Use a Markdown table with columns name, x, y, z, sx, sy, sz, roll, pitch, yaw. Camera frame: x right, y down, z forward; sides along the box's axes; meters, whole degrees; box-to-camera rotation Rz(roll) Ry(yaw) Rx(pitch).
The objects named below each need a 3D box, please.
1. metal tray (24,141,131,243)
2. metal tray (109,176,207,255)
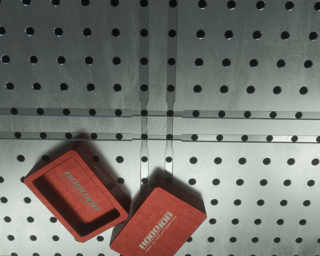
| name | x | y | z | sx | sy | sz | roll | pitch | yaw |
| --- | --- | --- | --- | --- | --- | --- | --- | --- | --- |
| metal tray | -0.115 | 0.094 | 0.444 | 0.090 | 0.030 | 0.130 | -31 | 107 | 11 |
| metal tray | -0.004 | 0.146 | 0.464 | 0.090 | 0.030 | 0.129 | 33 | 107 | -12 |
